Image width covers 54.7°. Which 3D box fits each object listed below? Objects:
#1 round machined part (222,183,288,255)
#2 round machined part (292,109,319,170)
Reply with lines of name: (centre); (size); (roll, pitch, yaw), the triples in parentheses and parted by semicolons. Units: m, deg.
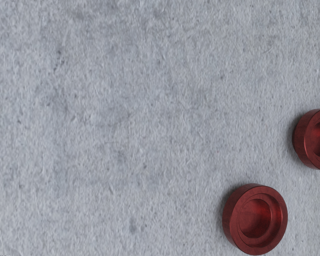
round machined part: (0.133, 0.129, 0.451); (0.099, 0.042, 0.097); (0, 90, -21)
round machined part: (0.253, 0.018, 0.496); (0.099, 0.042, 0.097); (0, 90, -21)
